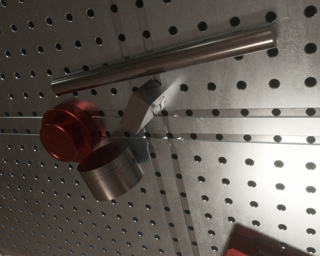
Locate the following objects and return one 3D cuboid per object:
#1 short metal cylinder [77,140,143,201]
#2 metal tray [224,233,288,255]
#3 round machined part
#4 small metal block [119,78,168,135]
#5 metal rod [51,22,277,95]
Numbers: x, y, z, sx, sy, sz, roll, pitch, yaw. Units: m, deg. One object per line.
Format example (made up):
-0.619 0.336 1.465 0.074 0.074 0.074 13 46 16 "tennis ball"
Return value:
-0.071 0.060 0.449 0.080 0.080 0.050 -12 112 33 "short metal cylinder"
0.157 0.220 0.460 0.130 0.030 0.089 20 126 15 "metal tray"
-0.147 0.014 0.484 0.098 0.042 0.097 13 124 20 "round machined part"
-0.021 -0.027 0.388 0.025 0.050 0.050 33 129 6 "small metal block"
-0.019 -0.075 0.373 0.300 0.025 0.025 -7 115 30 "metal rod"
